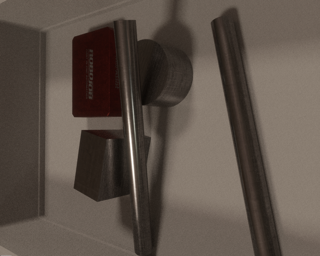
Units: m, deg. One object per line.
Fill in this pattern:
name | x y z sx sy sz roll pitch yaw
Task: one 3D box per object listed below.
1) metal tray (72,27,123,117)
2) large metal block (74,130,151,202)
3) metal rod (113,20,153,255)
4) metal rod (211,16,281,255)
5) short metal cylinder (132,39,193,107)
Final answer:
metal tray | -0.097 -0.082 0.481 0.090 0.030 0.129 0 90 39
large metal block | -0.064 0.047 0.421 0.050 0.081 0.079 16 100 38
metal rod | -0.031 0.025 0.382 0.025 0.025 0.298 11 112 39
metal rod | 0.093 0.026 0.329 0.025 0.025 0.298 -15 81 39
short metal cylinder | -0.006 -0.067 0.393 0.080 0.050 0.079 0 90 39
